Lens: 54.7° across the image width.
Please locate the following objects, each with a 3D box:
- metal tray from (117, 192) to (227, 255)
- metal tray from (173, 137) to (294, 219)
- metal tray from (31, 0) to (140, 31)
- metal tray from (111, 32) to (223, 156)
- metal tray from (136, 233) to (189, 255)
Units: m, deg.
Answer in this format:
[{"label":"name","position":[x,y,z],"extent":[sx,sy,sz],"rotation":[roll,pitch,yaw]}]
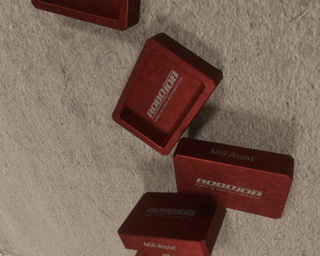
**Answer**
[{"label":"metal tray","position":[0.018,0.131,0.435],"extent":[0.130,0.090,0.030],"rotation":[-6,116,30]},{"label":"metal tray","position":[0.085,0.061,0.376],"extent":[0.130,0.030,0.090],"rotation":[9,138,18]},{"label":"metal tray","position":[-0.085,-0.168,0.342],"extent":[0.130,0.030,0.089],"rotation":[19,126,16]},{"label":"metal tray","position":[0.004,-0.036,0.377],"extent":[0.090,0.030,0.129],"rotation":[35,129,4]},{"label":"metal tray","position":[0.009,0.229,0.538],"extent":[0.090,0.030,0.129],"rotation":[33,129,6]}]
